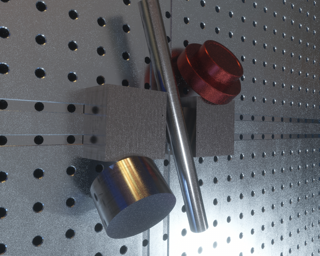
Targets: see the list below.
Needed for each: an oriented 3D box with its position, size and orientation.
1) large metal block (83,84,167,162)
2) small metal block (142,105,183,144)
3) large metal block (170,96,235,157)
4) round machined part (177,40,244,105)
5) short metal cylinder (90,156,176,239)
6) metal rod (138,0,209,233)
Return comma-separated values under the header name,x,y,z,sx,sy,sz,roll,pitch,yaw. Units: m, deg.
name,x,y,z,sx,sy,sz,roll,pitch,yaw
large metal block,-0.040,-0.004,0.360,0.081,0.050,0.080,3,89,-40
small metal block,0.003,-0.004,0.413,0.050,0.025,0.050,1,90,-40
large metal block,0.062,-0.001,0.446,0.081,0.050,0.080,1,89,-40
round machined part,0.076,-0.083,0.430,0.099,0.042,0.098,23,43,-23
short metal cylinder,-0.030,0.077,0.341,0.081,0.050,0.080,-21,143,-17
metal rod,0.020,-0.007,0.392,0.025,0.025,0.298,-22,104,-38
